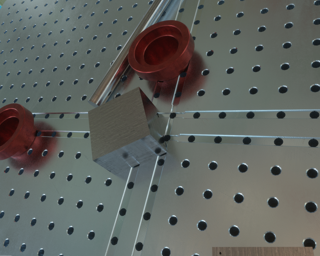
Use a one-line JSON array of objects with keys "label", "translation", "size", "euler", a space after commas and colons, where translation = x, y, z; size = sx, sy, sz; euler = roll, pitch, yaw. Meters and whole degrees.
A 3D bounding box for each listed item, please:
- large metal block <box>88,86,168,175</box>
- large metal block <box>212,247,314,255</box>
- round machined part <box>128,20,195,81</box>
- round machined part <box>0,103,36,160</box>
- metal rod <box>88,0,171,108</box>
[{"label": "large metal block", "translation": [-0.045, 0.004, 0.413], "size": [0.080, 0.050, 0.080], "euler": [-25, 53, 13]}, {"label": "large metal block", "translation": [0.090, 0.145, 0.256], "size": [0.080, 0.050, 0.080], "euler": [-9, 58, 23]}, {"label": "round machined part", "translation": [0.005, -0.109, 0.462], "size": [0.098, 0.042, 0.098], "euler": [-13, 56, 21]}, {"label": "round machined part", "translation": [-0.251, 0.010, 0.523], "size": [0.098, 0.042, 0.098], "euler": [-13, 56, 21]}, {"label": "metal rod", "translation": [-0.031, -0.161, 0.523], "size": [0.025, 0.025, 0.300], "euler": [19, 71, 35]}]
